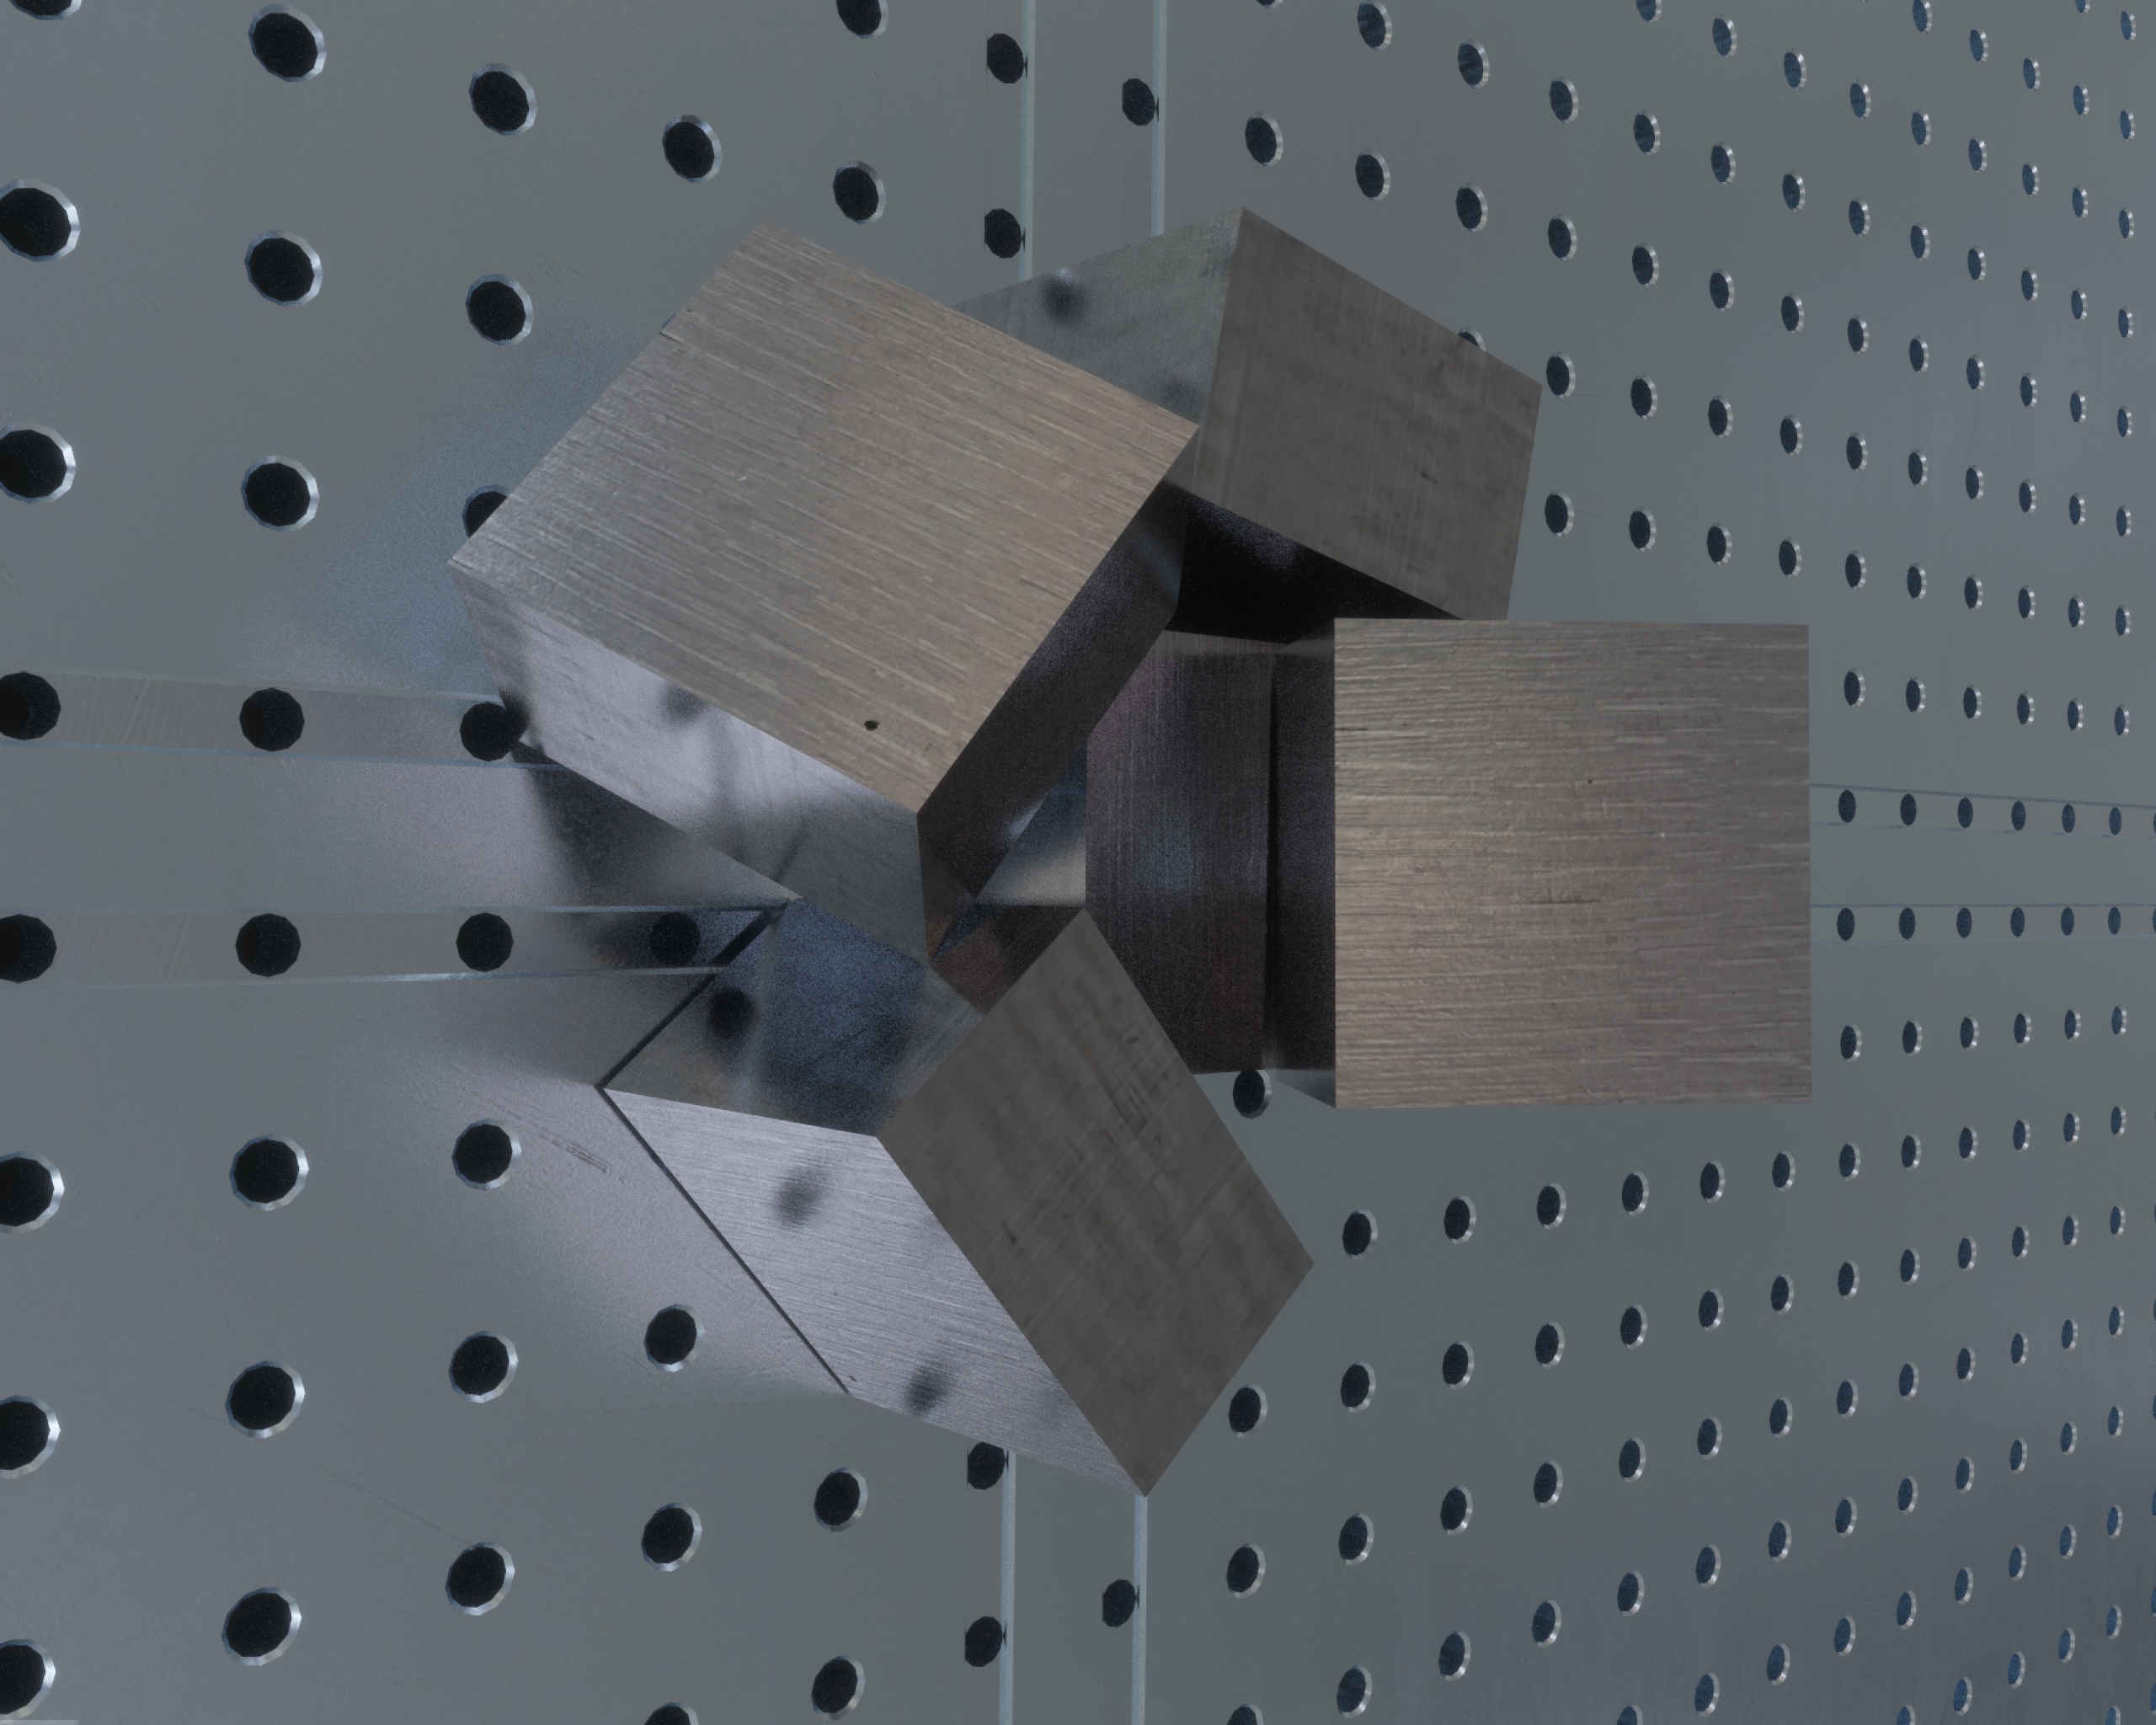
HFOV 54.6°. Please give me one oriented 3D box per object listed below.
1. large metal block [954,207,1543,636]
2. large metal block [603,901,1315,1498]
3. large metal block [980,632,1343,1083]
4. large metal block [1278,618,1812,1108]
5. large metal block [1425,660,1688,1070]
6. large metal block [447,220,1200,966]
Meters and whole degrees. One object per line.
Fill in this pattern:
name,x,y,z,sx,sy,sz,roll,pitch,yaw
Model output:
large metal block,0.027,-0.075,0.395,0.080,0.080,0.050,17,79,-39
large metal block,-0.020,0.053,0.354,0.050,0.080,0.080,-48,119,-30
large metal block,0.016,-0.001,0.405,0.081,0.050,0.080,1,90,-40
large metal block,0.079,0.000,0.368,0.080,0.050,0.080,0,89,-6
large metal block,0.089,0.000,0.436,0.050,0.080,0.080,0,90,-2
large metal block,-0.037,-0.044,0.333,0.080,0.080,0.050,-56,167,-25
